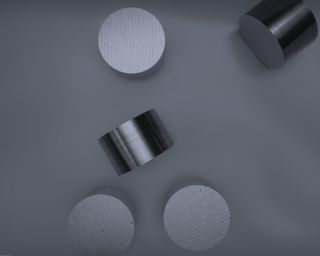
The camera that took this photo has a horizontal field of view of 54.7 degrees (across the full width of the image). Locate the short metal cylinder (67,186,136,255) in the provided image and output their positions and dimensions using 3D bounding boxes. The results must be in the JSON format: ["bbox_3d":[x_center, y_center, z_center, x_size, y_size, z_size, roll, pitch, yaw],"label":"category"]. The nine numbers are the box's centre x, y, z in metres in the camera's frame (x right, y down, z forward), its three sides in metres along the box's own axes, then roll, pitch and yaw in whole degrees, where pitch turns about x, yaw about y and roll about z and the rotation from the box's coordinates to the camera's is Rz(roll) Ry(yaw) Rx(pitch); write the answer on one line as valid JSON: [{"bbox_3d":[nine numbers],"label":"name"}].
[{"bbox_3d":[-0.071,0.120,0.398,0.081,0.050,0.080,0,90,0],"label":"short metal cylinder"}]

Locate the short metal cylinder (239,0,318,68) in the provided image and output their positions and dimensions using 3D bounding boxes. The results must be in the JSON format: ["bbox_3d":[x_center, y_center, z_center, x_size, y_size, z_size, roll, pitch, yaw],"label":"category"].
[{"bbox_3d":[0.145,-0.121,0.385,0.050,0.080,0.080,-38,90,0],"label":"short metal cylinder"}]

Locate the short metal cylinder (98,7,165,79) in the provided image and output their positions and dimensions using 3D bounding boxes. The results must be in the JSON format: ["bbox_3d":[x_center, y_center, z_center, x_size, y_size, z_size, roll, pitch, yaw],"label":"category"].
[{"bbox_3d":[-0.034,-0.106,0.398,0.081,0.050,0.080,0,90,0],"label":"short metal cylinder"}]

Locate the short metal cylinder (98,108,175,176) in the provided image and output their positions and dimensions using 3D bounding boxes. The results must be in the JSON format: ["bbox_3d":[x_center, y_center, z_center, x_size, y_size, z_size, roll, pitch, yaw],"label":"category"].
[{"bbox_3d":[-0.029,0.017,0.384,0.080,0.080,0.050,-30,90,0],"label":"short metal cylinder"}]

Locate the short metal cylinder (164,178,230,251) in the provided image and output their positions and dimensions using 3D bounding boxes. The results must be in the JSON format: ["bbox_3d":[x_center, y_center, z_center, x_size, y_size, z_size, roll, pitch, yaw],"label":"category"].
[{"bbox_3d":[0.045,0.109,0.399,0.081,0.050,0.080,0,90,0],"label":"short metal cylinder"}]
